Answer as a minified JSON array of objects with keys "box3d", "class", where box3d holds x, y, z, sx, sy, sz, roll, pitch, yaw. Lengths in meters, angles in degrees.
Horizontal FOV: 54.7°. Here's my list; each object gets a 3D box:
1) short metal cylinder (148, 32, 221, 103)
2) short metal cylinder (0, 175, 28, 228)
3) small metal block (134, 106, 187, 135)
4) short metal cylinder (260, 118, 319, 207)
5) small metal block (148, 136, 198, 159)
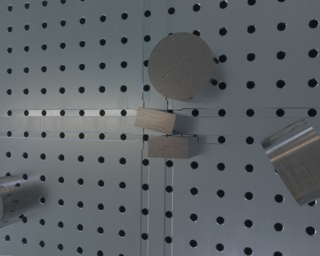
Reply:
[{"box3d":[0.031,-0.073,0.388,0.080,0.050,0.079,0,90,20],"class":"short metal cylinder"},{"box3d":[-0.259,0.119,0.491,0.080,0.050,0.079,0,90,20],"class":"short metal cylinder"},{"box3d":[0.002,-0.009,0.398,0.050,0.050,0.025,14,95,19],"class":"small metal block"},{"box3d":[0.151,0.036,0.330,0.050,0.080,0.080,-33,80,17],"class":"short metal cylinder"},{"box3d":[0.018,0.023,0.393,0.050,0.050,0.025,1,90,20],"class":"small metal block"}]
